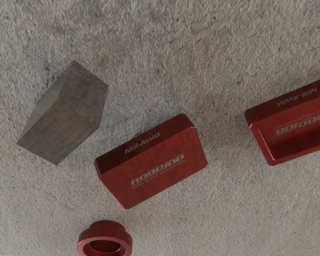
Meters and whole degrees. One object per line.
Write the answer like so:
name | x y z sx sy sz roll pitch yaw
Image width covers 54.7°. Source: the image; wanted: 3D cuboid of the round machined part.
round machined part | -0.099 0.207 0.571 0.099 0.042 0.097 -1 130 0

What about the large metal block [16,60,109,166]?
large metal block | -0.108 -0.018 0.355 0.050 0.080 0.080 36 121 -27

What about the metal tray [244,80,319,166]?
metal tray | 0.188 -0.008 0.400 0.130 0.030 0.090 -24 127 18

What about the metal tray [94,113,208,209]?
metal tray | -0.008 0.046 0.408 0.131 0.030 0.090 -28 136 -4

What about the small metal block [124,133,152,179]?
small metal block | -0.034 0.044 0.424 0.025 0.050 0.050 21 134 20
